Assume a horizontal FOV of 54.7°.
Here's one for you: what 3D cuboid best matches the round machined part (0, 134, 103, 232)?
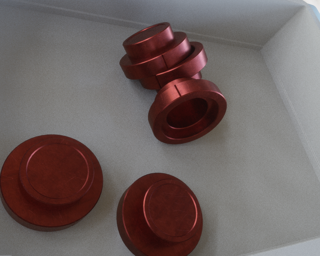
[{"bbox_3d":[-0.104,0.049,0.309,0.099,0.042,0.098,14,56,-21],"label":"round machined part"}]

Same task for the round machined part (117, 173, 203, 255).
[{"bbox_3d":[0.006,0.095,0.341,0.099,0.042,0.098,14,56,-21],"label":"round machined part"}]

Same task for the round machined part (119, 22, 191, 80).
[{"bbox_3d":[-0.011,-0.108,0.417,0.098,0.098,0.042,-52,127,-39],"label":"round machined part"}]

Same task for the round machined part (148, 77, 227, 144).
[{"bbox_3d":[0.031,-0.026,0.395,0.099,0.097,0.042,0,48,-29],"label":"round machined part"}]

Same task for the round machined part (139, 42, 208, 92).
[{"bbox_3d":[0.020,-0.079,0.431,0.098,0.098,0.042,-52,128,-39],"label":"round machined part"}]
